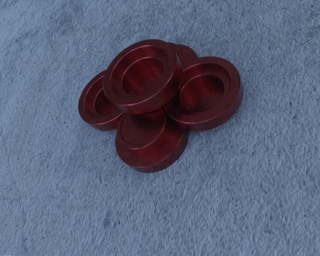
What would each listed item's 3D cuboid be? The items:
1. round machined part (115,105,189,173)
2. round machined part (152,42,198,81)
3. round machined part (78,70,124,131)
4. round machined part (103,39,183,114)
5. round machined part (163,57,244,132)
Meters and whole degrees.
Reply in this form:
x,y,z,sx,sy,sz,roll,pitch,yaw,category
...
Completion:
x,y,z,sx,sy,sz,roll,pitch,yaw,category
-0.016,0.005,0.398,0.098,0.042,0.098,-13,56,20,round machined part
0.007,-0.082,0.440,0.098,0.042,0.098,-13,56,20,round machined part
-0.066,-0.038,0.450,0.098,0.042,0.098,-13,56,20,round machined part
-0.018,-0.059,0.384,0.098,0.042,0.098,-13,57,21,round machined part
0.055,-0.038,0.388,0.098,0.042,0.098,-13,56,20,round machined part
